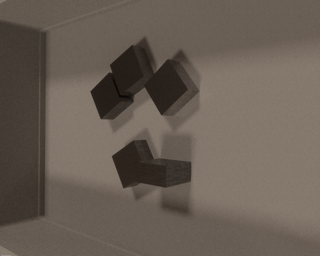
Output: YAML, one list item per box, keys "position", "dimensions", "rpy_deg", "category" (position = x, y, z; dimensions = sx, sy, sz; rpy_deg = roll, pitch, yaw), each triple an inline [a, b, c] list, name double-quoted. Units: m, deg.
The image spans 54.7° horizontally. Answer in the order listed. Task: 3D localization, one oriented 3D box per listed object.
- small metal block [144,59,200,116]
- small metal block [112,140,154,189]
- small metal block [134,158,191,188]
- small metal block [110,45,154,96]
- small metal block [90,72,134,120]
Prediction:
- position: [0.014, -0.050, 0.394]
  dimensions: [0.050, 0.025, 0.050]
  rpy_deg: [-44, 64, 31]
  category: "small metal block"
- position: [-0.035, 0.050, 0.434]
  dimensions: [0.050, 0.025, 0.050]
  rpy_deg: [-36, 68, 34]
  category: "small metal block"
- position: [0.004, 0.054, 0.386]
  dimensions: [0.050, 0.050, 0.025]
  rpy_deg: [2, 92, 39]
  category: "small metal block"
- position: [-0.039, -0.080, 0.437]
  dimensions: [0.050, 0.025, 0.050]
  rpy_deg: [-32, 70, 35]
  category: "small metal block"
- position: [-0.073, -0.047, 0.465]
  dimensions: [0.050, 0.025, 0.050]
  rpy_deg: [-36, 68, 33]
  category: "small metal block"
